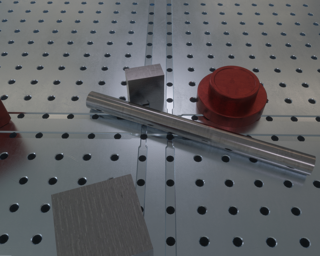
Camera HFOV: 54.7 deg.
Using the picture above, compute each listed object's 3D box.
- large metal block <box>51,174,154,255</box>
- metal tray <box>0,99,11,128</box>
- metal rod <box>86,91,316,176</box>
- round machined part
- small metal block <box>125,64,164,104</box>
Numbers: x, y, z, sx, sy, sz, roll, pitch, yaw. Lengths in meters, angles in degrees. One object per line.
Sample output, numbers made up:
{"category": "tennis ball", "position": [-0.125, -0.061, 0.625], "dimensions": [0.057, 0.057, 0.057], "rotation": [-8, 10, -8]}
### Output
{"category": "large metal block", "position": [-0.056, 0.101, 0.306], "dimensions": [0.081, 0.050, 0.080], "rotation": [-13, 51, -11]}
{"category": "metal tray", "position": [-0.261, -0.011, 0.372], "dimensions": [0.030, 0.089, 0.131], "rotation": [37, 59, 26]}
{"category": "metal rod", "position": [0.042, 0.002, 0.405], "dimensions": [0.301, 0.025, 0.025], "rotation": [17, 52, 13]}
{"category": "round machined part", "position": [0.103, -0.052, 0.441], "dimensions": [0.099, 0.042, 0.098], "rotation": [0, 50, 0]}
{"category": "small metal block", "position": [-0.021, -0.061, 0.442], "dimensions": [0.050, 0.050, 0.025], "rotation": [-11, 51, -9]}
